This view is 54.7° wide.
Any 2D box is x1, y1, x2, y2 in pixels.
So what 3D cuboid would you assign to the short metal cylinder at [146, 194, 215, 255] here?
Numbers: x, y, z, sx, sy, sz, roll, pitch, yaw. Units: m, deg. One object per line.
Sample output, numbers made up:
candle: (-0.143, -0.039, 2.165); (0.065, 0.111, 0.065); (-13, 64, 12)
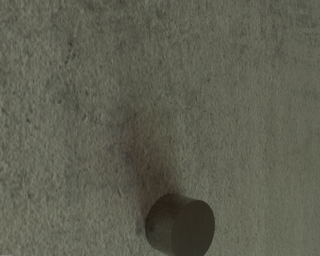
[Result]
short metal cylinder: (0.028, 0.132, 0.415); (0.081, 0.050, 0.079); (0, 90, -40)
